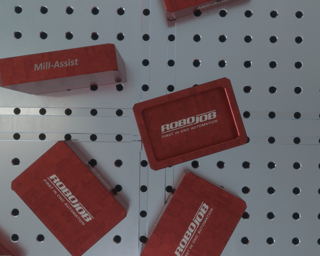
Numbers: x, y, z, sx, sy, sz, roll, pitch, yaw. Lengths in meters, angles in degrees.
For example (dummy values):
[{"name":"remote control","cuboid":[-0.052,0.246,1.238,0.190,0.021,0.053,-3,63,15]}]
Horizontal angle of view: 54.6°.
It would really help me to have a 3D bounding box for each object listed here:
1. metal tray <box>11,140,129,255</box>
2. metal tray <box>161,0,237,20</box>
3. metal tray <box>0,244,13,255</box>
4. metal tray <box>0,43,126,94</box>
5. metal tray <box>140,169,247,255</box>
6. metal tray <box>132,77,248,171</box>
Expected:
[{"name":"metal tray","cuboid":[-0.117,0.091,0.410,0.090,0.030,0.130,-41,90,0]},{"name":"metal tray","cuboid":[0.059,-0.208,0.411,0.131,0.030,0.090,-17,90,0]},{"name":"metal tray","cuboid":[-0.269,0.201,0.409,0.090,0.030,0.130,43,90,0]},{"name":"metal tray","cuboid":[-0.112,-0.069,0.380,0.131,0.090,0.030,-8,90,0]},{"name":"metal tray","cuboid":[0.043,0.132,0.411,0.090,0.030,0.130,29,90,0]},{"name":"metal tray","cuboid":[0.039,-0.005,0.411,0.131,0.030,0.090,-17,90,0]}]
